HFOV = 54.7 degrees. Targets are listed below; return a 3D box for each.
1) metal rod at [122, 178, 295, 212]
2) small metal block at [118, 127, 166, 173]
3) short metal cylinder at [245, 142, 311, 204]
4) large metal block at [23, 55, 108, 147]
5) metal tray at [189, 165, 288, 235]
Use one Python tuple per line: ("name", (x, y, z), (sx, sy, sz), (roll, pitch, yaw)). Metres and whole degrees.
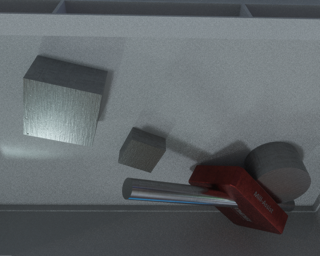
("metal rod", (0.088, 0.098, 0.434), (0.302, 0.025, 0.025), (13, 131, -32))
("small metal block", (-0.025, 0.032, 0.436), (0.050, 0.025, 0.050), (20, 127, -17))
("short metal cylinder", (0.169, 0.066, 0.452), (0.081, 0.050, 0.079), (-1, 130, 0))
("large metal block", (-0.111, -0.030, 0.366), (0.081, 0.050, 0.079), (12, 129, -10))
("metal tray", (0.115, 0.105, 0.458), (0.130, 0.030, 0.090), (44, 152, -24))
